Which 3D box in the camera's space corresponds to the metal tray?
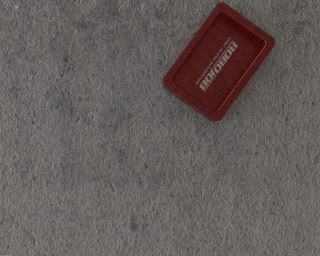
[{"bbox_3d":[0.075,-0.084,0.407,0.090,0.030,0.130,36,90,0],"label":"metal tray"}]
